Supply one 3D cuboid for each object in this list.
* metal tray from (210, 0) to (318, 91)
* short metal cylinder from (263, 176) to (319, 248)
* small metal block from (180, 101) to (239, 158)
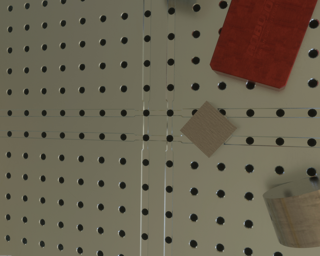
[{"bbox_3d":[0.124,-0.118,0.366,0.090,0.030,0.129,20,97,18],"label":"metal tray"},{"bbox_3d":[0.157,0.086,0.328,0.080,0.080,0.050,-19,84,19],"label":"short metal cylinder"},{"bbox_3d":[0.063,0.002,0.390,0.050,0.025,0.050,44,104,14],"label":"small metal block"}]
